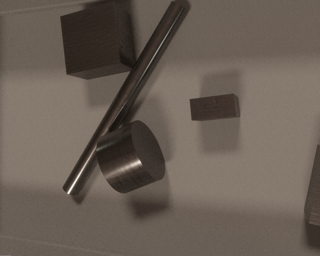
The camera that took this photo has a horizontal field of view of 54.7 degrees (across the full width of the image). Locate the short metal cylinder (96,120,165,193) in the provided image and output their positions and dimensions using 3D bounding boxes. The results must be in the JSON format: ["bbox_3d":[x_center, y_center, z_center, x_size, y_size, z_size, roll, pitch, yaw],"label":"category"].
[{"bbox_3d":[-0.035,0.036,0.393,0.050,0.080,0.080,-24,82,18],"label":"short metal cylinder"}]

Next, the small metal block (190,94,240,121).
[{"bbox_3d":[0.067,-0.024,0.373,0.050,0.050,0.025,-6,88,19],"label":"small metal block"}]

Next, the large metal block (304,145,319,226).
[{"bbox_3d":[0.205,0.066,0.325,0.080,0.050,0.079,11,94,19],"label":"large metal block"}]

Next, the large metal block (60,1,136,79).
[{"bbox_3d":[-0.083,-0.116,0.425,0.080,0.050,0.080,-8,88,19],"label":"large metal block"}]

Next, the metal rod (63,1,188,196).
[{"bbox_3d":[-0.053,-0.033,0.427,0.025,0.025,0.299,35,101,16],"label":"metal rod"}]
